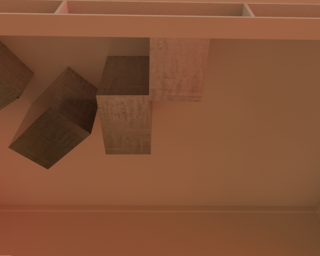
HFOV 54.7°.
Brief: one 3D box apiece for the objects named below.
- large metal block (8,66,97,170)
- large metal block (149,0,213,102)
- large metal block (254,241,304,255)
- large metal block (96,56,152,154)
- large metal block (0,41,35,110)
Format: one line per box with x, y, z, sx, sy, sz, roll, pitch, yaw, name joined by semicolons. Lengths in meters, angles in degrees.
-0.119;-0.012;0.361;0.080;0.080;0.050;-36;122;26;large metal block
0.016;-0.082;0.303;0.050;0.080;0.079;1;130;-1;large metal block
0.256;0.286;0.641;0.080;0.050;0.080;-29;124;22;large metal block
-0.035;-0.027;0.350;0.050;0.080;0.079;0;130;0;large metal block
-0.205;-0.058;0.341;0.080;0.050;0.080;-26;126;20;large metal block
